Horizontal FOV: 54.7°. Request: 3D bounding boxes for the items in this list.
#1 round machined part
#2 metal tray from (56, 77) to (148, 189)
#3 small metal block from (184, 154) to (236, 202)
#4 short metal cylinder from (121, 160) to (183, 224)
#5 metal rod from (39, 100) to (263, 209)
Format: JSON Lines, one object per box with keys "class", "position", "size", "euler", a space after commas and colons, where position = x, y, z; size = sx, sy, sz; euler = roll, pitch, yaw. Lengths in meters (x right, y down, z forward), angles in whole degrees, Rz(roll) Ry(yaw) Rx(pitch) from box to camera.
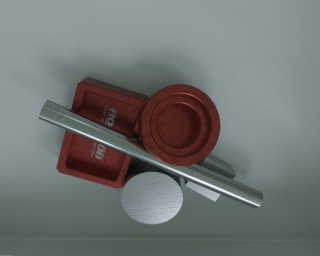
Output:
{"class": "round machined part", "position": [0.021, -0.003, 0.387], "size": [0.099, 0.042, 0.097], "euler": [0, 88, -14]}
{"class": "metal tray", "position": [-0.075, 0.009, 0.408], "size": [0.091, 0.030, 0.129], "euler": [17, 109, -7]}
{"class": "small metal block", "position": [0.069, 0.067, 0.435], "size": [0.050, 0.025, 0.050], "euler": [30, 107, -11]}
{"class": "short metal cylinder", "position": [-0.011, 0.084, 0.426], "size": [0.081, 0.050, 0.079], "euler": [0, 110, -1]}
{"class": "metal rod", "position": [-0.002, 0.038, 0.393], "size": [0.302, 0.025, 0.025], "euler": [24, 108, -12]}
